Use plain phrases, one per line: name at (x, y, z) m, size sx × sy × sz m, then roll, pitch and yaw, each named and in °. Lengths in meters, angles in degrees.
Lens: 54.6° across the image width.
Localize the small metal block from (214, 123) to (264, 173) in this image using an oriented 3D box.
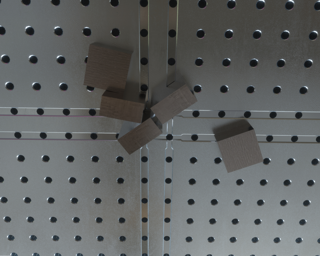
small metal block at (0.107, 0.027, 0.424) m, size 0.050 × 0.025 × 0.050 m, roll -20°, pitch 109°, yaw 7°

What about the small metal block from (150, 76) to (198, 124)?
small metal block at (0.016, -0.036, 0.387) m, size 0.050 × 0.050 × 0.025 m, roll -34°, pitch 107°, yaw 11°

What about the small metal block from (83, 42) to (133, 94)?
small metal block at (-0.064, -0.074, 0.385) m, size 0.050 × 0.025 × 0.050 m, roll 12°, pitch 110°, yaw -5°

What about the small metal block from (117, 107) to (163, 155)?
small metal block at (-0.025, 0.002, 0.400) m, size 0.050 × 0.050 × 0.025 m, roll -34°, pitch 107°, yaw 11°

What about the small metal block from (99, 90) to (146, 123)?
small metal block at (-0.045, -0.030, 0.389) m, size 0.050 × 0.050 × 0.025 m, roll 11°, pitch 110°, yaw -4°
